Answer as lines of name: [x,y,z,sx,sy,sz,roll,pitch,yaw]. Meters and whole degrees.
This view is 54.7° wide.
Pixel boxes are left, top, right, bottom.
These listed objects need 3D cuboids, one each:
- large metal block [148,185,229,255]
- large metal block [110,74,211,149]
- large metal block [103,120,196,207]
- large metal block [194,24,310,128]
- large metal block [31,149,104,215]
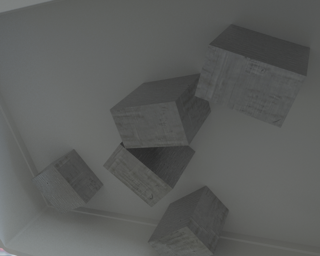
large metal block: [0.041,0.138,0.436,0.050,0.080,0.080,48,129,-6]
large metal block: [0.004,-0.020,0.358,0.080,0.080,0.050,-5,116,30]
large metal block: [-0.012,0.040,0.403,0.080,0.080,0.050,41,129,0]
large metal block: [0.089,-0.054,0.293,0.080,0.080,0.050,22,127,14]
large metal block: [-0.159,0.094,0.532,0.080,0.050,0.080,-29,103,37]
